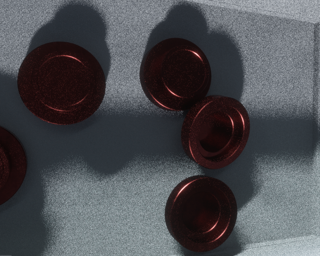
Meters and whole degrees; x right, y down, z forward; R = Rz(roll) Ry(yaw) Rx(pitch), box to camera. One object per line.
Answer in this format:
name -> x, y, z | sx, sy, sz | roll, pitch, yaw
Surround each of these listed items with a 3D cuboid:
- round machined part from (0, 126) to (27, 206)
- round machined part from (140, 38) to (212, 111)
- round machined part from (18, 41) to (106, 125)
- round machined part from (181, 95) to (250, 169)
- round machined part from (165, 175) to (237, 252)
round machined part -> -0.195, 0.042, 0.329 | 0.099, 0.042, 0.097 | 0, 90, -21
round machined part -> 0.026, -0.072, 0.412 | 0.099, 0.042, 0.097 | 0, 90, -21
round machined part -> -0.112, -0.052, 0.360 | 0.099, 0.042, 0.097 | 0, 90, -21
round machined part -> 0.070, 0.003, 0.420 | 0.099, 0.042, 0.097 | -8, 107, -26
round machined part -> 0.052, 0.113, 0.422 | 0.099, 0.042, 0.097 | 0, 90, -21
